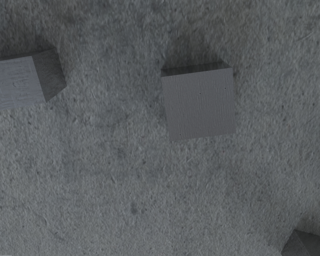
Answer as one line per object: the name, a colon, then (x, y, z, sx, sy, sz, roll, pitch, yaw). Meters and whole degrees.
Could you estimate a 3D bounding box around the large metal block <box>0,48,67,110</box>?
large metal block: (-0.164, -0.057, 0.357, 0.080, 0.080, 0.050, -9, 110, 3)

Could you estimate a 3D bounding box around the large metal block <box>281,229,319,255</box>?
large metal block: (0.241, 0.205, 0.460, 0.080, 0.080, 0.050, 16, 109, -6)

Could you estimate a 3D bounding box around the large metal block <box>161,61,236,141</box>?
large metal block: (0.047, -0.034, 0.385, 0.080, 0.050, 0.079, -7, 110, 2)
